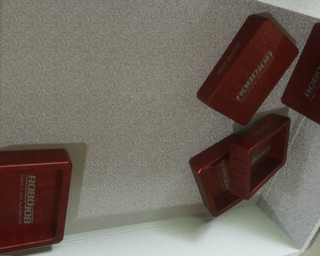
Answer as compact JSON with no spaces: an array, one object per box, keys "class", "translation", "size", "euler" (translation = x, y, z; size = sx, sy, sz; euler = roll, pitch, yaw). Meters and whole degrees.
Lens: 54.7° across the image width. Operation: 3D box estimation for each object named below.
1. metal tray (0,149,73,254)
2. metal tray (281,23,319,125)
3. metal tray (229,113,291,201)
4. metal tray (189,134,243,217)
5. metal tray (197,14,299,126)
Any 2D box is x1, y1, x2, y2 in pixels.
[{"class":"metal tray","translation":[-0.160,0.089,0.373],"size":[0.091,0.030,0.129],"euler":[-1,119,-29]},{"class":"metal tray","translation":[0.244,-0.078,0.454],"size":[0.030,0.090,0.129],"euler":[2,118,-30]},{"class":"metal tray","translation":[0.158,0.042,0.485],"size":[0.131,0.030,0.089],"euler":[-28,125,-37]},{"class":"metal tray","translation":[0.108,0.082,0.517],"size":[0.090,0.030,0.129],"euler":[-30,129,-10]},{"class":"metal tray","translation":[0.122,-0.075,0.428],"size":[0.090,0.030,0.129],"euler":[24,105,-37]}]
